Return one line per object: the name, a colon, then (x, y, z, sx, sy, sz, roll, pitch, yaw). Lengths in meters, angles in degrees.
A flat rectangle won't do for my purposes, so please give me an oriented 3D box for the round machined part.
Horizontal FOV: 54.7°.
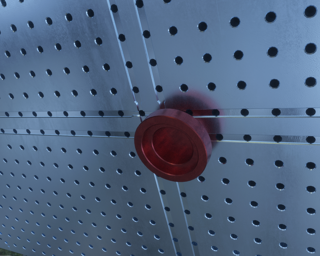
round machined part: (0.020, 0.018, 0.400, 0.098, 0.042, 0.097, 13, 124, 20)
